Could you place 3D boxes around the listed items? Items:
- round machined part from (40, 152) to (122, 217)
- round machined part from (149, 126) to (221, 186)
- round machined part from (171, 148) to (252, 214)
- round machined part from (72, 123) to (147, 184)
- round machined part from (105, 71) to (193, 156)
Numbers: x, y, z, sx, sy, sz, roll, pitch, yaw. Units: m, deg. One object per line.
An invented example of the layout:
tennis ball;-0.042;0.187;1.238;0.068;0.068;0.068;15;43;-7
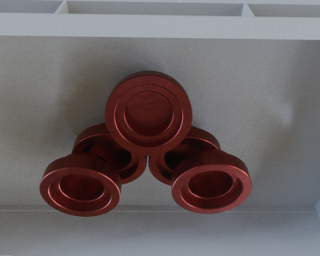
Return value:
round machined part;-0.098;0.069;0.399;0.099;0.042;0.097;0;130;0
round machined part;0.034;0.035;0.426;0.099;0.042;0.097;0;130;0
round machined part;0.063;0.064;0.397;0.099;0.042;0.097;0;130;0
round machined part;-0.067;0.031;0.422;0.099;0.042;0.097;0;130;0
round machined part;-0.013;-0.020;0.366;0.099;0.042;0.097;-1;112;-1
